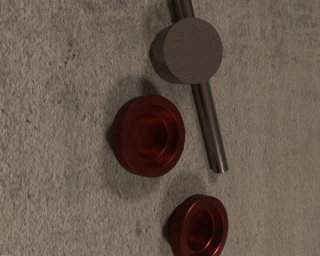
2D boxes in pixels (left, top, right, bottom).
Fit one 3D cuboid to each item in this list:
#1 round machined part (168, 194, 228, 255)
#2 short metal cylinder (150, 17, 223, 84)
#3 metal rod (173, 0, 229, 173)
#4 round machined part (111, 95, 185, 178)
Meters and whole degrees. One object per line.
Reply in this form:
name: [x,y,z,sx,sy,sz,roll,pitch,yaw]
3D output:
round machined part: [0.050,0.142,0.438,0.099,0.042,0.097,0,90,-40]
short metal cylinder: [0.033,-0.097,0.402,0.081,0.050,0.079,-3,98,-20]
metal rod: [0.058,-0.075,0.455,0.025,0.025,0.298,-25,106,-38]
round machined part: [-0.018,0.010,0.380,0.099,0.042,0.097,0,90,-40]
